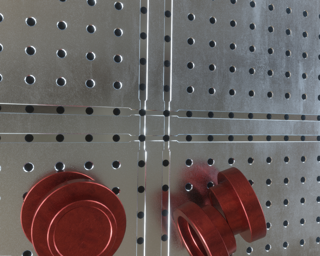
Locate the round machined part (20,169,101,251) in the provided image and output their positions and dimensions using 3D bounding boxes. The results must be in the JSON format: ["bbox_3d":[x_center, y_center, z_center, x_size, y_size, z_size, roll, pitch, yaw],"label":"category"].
[{"bbox_3d":[-0.110,0.100,0.364,0.099,0.042,0.097,0,90,-20],"label":"round machined part"}]

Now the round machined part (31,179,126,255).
[{"bbox_3d":[-0.084,0.106,0.329,0.099,0.042,0.097,0,90,-20],"label":"round machined part"}]

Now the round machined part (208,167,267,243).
[{"bbox_3d":[0.097,0.105,0.413,0.042,0.098,0.097,-19,97,-6],"label":"round machined part"}]

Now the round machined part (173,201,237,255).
[{"bbox_3d":[0.060,0.138,0.398,0.042,0.098,0.097,-24,98,-19],"label":"round machined part"}]
